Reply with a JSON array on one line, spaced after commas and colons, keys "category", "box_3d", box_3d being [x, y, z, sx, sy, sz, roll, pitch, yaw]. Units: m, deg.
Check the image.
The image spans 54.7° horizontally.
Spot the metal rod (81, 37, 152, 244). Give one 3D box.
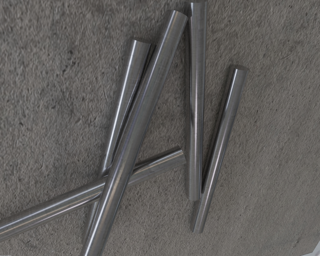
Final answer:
[{"category": "metal rod", "box_3d": [-0.062, 0.035, 0.394, 0.025, 0.025, 0.298, 3, 117, -30]}]

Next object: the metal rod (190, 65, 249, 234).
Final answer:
[{"category": "metal rod", "box_3d": [0.086, 0.049, 0.483, 0.025, 0.025, 0.298, -6, 121, -26]}]

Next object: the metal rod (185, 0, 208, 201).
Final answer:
[{"category": "metal rod", "box_3d": [0.047, -0.016, 0.422, 0.025, 0.025, 0.298, -16, 125, -19]}]

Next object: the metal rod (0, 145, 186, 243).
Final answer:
[{"category": "metal rod", "box_3d": [-0.110, 0.090, 0.377, 0.302, 0.025, 0.025, -22, 127, -6]}]

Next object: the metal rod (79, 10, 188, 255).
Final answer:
[{"category": "metal rod", "box_3d": [-0.032, 0.015, 0.353, 0.025, 0.025, 0.298, 17, 95, -35]}]
